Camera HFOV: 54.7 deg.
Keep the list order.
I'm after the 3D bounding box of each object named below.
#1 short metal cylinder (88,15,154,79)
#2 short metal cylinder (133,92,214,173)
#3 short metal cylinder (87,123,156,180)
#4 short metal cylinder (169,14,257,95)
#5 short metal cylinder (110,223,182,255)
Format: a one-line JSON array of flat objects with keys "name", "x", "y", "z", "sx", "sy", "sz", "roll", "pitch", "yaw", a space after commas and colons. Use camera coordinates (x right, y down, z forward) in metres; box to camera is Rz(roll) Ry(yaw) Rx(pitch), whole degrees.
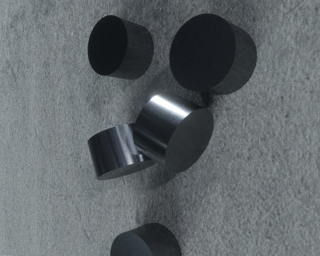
[{"name": "short metal cylinder", "x": -0.055, "y": -0.110, "z": 0.432, "sx": 0.080, "sy": 0.050, "sz": 0.079, "roll": 0, "pitch": 90, "yaw": 39}, {"name": "short metal cylinder", "x": 0.016, "y": 0.005, "z": 0.354, "sx": 0.050, "sy": 0.081, "sz": 0.079, "roll": 31, "pitch": 109, "yaw": 35}, {"name": "short metal cylinder", "x": -0.049, "y": 0.032, "z": 0.408, "sx": 0.080, "sy": 0.081, "sz": 0.050, "roll": -29, "pitch": 72, "yaw": 36}, {"name": "short metal cylinder", "x": 0.058, "y": -0.078, "z": 0.340, "sx": 0.080, "sy": 0.050, "sz": 0.079, "roll": 0, "pitch": 90, "yaw": 39}, {"name": "short metal cylinder", "x": -0.019, "y": 0.169, "z": 0.402, "sx": 0.080, "sy": 0.050, "sz": 0.079, "roll": 0, "pitch": 90, "yaw": 39}]
